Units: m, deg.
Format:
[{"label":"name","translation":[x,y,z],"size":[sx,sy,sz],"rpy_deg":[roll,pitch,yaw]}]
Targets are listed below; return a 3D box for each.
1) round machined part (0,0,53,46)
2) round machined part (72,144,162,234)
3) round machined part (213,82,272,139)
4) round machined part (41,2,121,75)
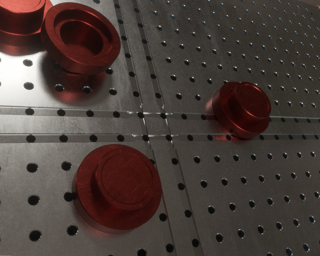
[{"label":"round machined part","translation":[-0.184,-0.156,0.394],"size":[0.099,0.042,0.098],"rpy_deg":[14,56,-21]},{"label":"round machined part","translation":[-0.042,0.061,0.338],"size":[0.099,0.042,0.098],"rpy_deg":[14,56,-21]},{"label":"round machined part","translation":[0.137,-0.035,0.495],"size":[0.099,0.042,0.098],"rpy_deg":[14,56,-21]},{"label":"round machined part","translation":[-0.105,-0.111,0.405],"size":[0.099,0.042,0.098],"rpy_deg":[16,57,-27]}]
